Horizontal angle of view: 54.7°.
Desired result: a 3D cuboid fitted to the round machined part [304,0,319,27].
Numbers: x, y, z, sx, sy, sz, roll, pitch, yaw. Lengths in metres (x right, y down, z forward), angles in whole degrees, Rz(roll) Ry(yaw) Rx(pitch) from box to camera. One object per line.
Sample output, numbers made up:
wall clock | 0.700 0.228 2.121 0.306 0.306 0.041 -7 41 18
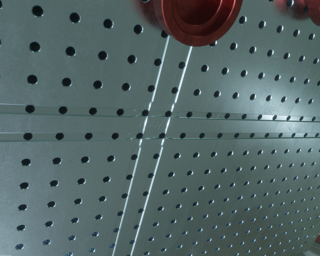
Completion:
round machined part | 0.237 -0.186 0.417 0.099 0.042 0.097 -14 125 -21

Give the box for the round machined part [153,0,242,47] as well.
round machined part | 0.037 -0.142 0.335 0.099 0.042 0.097 -14 125 -21
